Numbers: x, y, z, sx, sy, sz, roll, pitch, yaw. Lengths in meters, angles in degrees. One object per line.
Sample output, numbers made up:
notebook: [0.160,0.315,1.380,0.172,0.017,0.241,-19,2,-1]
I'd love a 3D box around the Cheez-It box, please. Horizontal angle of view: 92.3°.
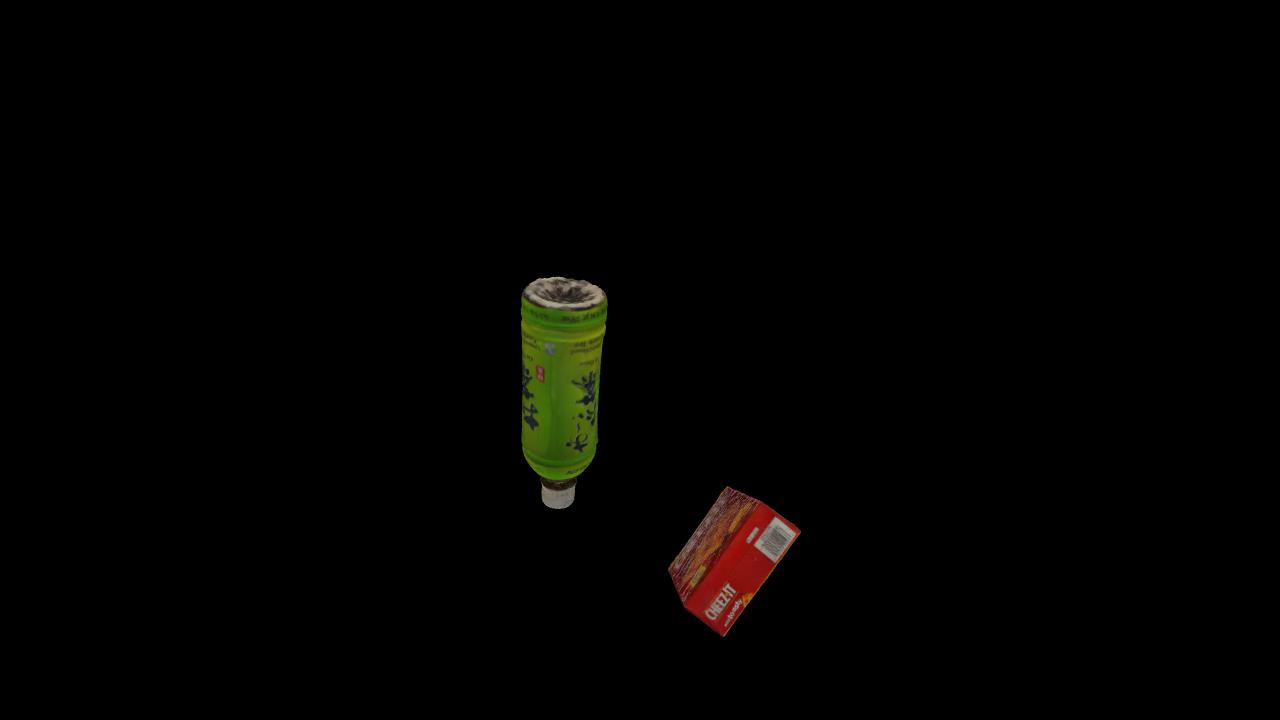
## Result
Cheez-It box: [0.122,0.270,0.867,0.071,0.166,0.223,38,-7,2]

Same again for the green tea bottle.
green tea bottle: [-0.067,0.038,0.533,0.073,0.212,0.073,3,28,-2]
